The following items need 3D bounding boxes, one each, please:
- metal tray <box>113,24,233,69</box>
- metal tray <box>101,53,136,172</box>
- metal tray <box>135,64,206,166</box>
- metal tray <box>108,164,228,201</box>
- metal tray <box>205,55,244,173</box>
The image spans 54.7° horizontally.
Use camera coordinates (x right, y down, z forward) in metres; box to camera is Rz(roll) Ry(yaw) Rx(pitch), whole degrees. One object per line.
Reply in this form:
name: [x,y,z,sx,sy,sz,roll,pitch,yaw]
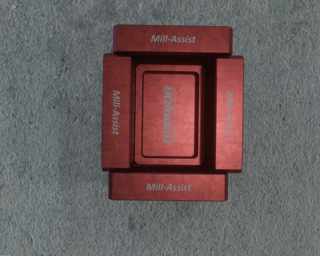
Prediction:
metal tray: [0.014,-0.096,0.378,0.131,0.090,0.030,1,90,-1]
metal tray: [-0.047,-0.017,0.377,0.030,0.090,0.129,1,90,0]
metal tray: [0.013,-0.017,0.409,0.091,0.030,0.129,1,90,-1]
metal tray: [0.009,0.063,0.378,0.131,0.090,0.030,1,90,-1]
metal tray: [0.075,-0.015,0.379,0.030,0.090,0.129,1,90,0]
